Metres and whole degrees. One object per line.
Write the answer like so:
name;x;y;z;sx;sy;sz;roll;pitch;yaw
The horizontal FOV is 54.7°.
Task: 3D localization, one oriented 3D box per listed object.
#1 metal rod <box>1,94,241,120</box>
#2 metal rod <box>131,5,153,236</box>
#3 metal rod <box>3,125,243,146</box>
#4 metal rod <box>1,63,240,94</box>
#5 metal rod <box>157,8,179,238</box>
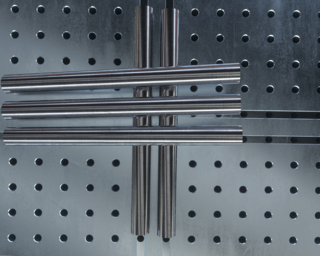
metal rod;-0.054;-0.026;0.392;0.302;0.025;0.025;-1;90;7
metal rod;-0.024;-0.010;0.413;0.025;0.025;0.298;1;90;-1
metal rod;-0.052;0.010;0.392;0.302;0.025;0.025;0;90;8
metal rod;-0.054;-0.062;0.392;0.302;0.025;0.025;-1;90;7
metal rod;0.011;-0.006;0.414;0.025;0.025;0.298;1;90;-1
